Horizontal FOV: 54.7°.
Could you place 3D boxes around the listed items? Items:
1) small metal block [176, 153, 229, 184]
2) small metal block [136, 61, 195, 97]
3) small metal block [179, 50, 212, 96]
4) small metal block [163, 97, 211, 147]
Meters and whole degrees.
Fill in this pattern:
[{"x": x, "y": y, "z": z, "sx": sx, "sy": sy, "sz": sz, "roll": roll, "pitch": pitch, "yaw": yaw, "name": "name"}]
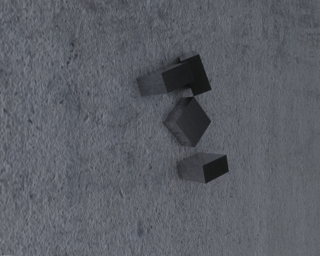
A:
[{"x": 0.060, "y": 0.055, "z": 0.439, "sx": 0.050, "sy": 0.050, "sz": 0.025, "roll": -17, "pitch": 101, "yaw": -39, "name": "small metal block"}, {"x": 0.007, "y": -0.062, "z": 0.394, "sx": 0.050, "sy": 0.050, "sz": 0.025, "roll": -30, "pitch": 109, "yaw": -36, "name": "small metal block"}, {"x": 0.048, "y": -0.077, "z": 0.426, "sx": 0.050, "sy": 0.025, "sz": 0.050, "roll": -87, "pitch": 155, "yaw": -70, "name": "small metal block"}, {"x": 0.040, "y": -0.008, "z": 0.437, "sx": 0.050, "sy": 0.025, "sz": 0.050, "roll": 51, "pitch": 60, "yaw": -28, "name": "small metal block"}]
